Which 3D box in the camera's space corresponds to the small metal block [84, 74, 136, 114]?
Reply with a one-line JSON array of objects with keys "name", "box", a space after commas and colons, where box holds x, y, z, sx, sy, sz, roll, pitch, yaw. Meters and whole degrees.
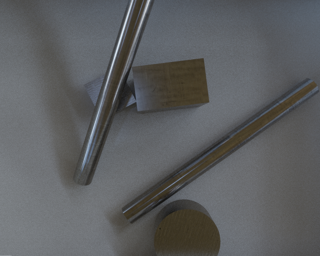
[{"name": "small metal block", "box": [-0.064, -0.045, 0.411, 0.050, 0.025, 0.050, -27, 90, -1]}]

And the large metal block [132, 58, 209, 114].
[{"name": "large metal block", "box": [0.012, -0.049, 0.384, 0.081, 0.080, 0.050, -7, 90, -1]}]

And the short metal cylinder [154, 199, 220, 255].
[{"name": "short metal cylinder", "box": [0.033, 0.138, 0.400, 0.081, 0.050, 0.079, 0, 90, -1]}]

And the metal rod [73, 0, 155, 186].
[{"name": "metal rod", "box": [-0.050, -0.057, 0.352, 0.025, 0.025, 0.298, 23, 114, -1]}]

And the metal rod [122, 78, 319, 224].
[{"name": "metal rod", "box": [0.080, 0.030, 0.412, 0.301, 0.025, 0.025, -35, 90, -1]}]
